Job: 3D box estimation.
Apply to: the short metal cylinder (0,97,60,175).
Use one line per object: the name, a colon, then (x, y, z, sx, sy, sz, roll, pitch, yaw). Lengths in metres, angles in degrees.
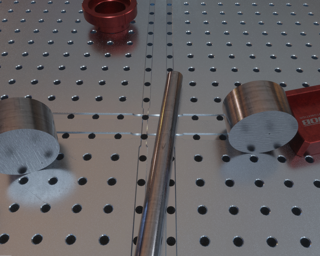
short metal cylinder: (-0.163, 0.010, 0.362, 0.081, 0.080, 0.050, -16, 52, -13)

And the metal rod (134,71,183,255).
metal rod: (0.003, 0.036, 0.376, 0.025, 0.025, 0.300, 6, 50, 5)

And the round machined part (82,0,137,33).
round machined part: (-0.091, -0.212, 0.574, 0.099, 0.042, 0.098, 0, 50, 0)

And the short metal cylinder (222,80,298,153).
short metal cylinder: (0.121, -0.012, 0.383, 0.081, 0.080, 0.050, -1, 50, -1)

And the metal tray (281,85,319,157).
metal tray: (0.227, -0.017, 0.419, 0.131, 0.030, 0.090, -11, 51, -9)
